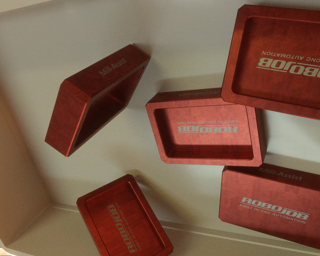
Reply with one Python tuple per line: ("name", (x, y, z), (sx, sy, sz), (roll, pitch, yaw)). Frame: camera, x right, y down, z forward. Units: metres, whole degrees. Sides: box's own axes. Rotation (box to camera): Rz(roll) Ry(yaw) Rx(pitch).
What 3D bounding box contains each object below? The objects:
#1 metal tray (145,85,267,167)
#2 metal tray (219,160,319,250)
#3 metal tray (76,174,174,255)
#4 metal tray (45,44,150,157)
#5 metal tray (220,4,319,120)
("metal tray", (0.055, 0.000, 0.375), (0.130, 0.030, 0.089), (-2, 118, 28))
("metal tray", (0.143, 0.092, 0.387), (0.130, 0.030, 0.089), (11, 123, 21))
("metal tray", (-0.052, 0.143, 0.446), (0.130, 0.091, 0.030), (57, 157, 21))
("metal tray", (-0.067, -0.035, 0.353), (0.030, 0.131, 0.089), (36, 129, 4))
("metal tray", (0.129, -0.057, 0.280), (0.130, 0.030, 0.089), (14, 101, 20))
